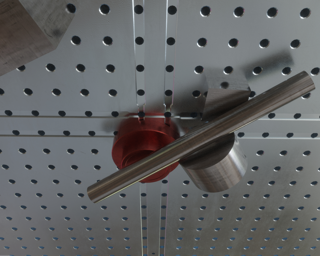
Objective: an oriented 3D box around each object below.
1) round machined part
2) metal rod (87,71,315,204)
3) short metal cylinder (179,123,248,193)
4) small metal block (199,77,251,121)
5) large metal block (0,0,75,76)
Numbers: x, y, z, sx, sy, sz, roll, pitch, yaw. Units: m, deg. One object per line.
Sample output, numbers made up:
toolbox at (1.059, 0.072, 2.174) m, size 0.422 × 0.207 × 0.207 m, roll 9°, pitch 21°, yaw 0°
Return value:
round machined part at (-0.019, 0.040, 0.434) m, size 0.099 × 0.042 × 0.097 m, roll 0°, pitch 130°, yaw 0°
metal rod at (0.039, 0.018, 0.380) m, size 0.300 × 0.025 × 0.025 m, roll -29°, pitch 125°, yaw 12°
short metal cylinder at (0.068, 0.037, 0.409) m, size 0.080 × 0.080 × 0.050 m, roll -22°, pitch 127°, yaw 17°
small metal block at (0.079, -0.034, 0.384) m, size 0.050 × 0.025 × 0.050 m, roll 3°, pitch 130°, yaw -4°
large metal block at (-0.136, -0.097, 0.291) m, size 0.080 × 0.080 × 0.050 m, roll -20°, pitch 128°, yaw 16°
